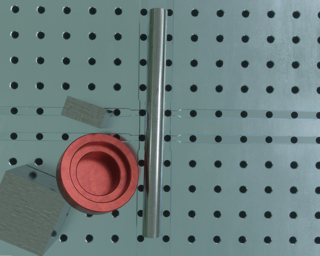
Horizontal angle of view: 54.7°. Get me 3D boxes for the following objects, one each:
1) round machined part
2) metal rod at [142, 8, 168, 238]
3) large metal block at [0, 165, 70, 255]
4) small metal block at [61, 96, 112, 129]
[{"bbox_3d":[-0.080,0.059,0.388,0.099,0.042,0.098,14,61,-26],"label":"round machined part"},{"bbox_3d":[-0.007,-0.006,0.413,0.025,0.025,0.298,2,90,-1],"label":"metal rod"},{"bbox_3d":[-0.164,0.103,0.398,0.080,0.050,0.080,23,91,-1],"label":"large metal block"},{"bbox_3d":[-0.092,-0.019,0.400,0.050,0.050,0.025,19,90,-1],"label":"small metal block"}]
